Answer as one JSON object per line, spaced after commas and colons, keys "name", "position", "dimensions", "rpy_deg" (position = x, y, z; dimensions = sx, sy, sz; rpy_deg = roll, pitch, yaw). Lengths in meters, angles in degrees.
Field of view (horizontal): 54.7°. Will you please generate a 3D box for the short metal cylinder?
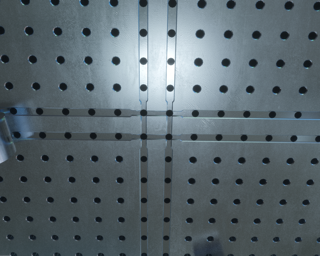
{"name": "short metal cylinder", "position": [-0.230, 0.016, 0.388], "dimensions": [0.080, 0.080, 0.050], "rpy_deg": [-7, 110, 2]}
